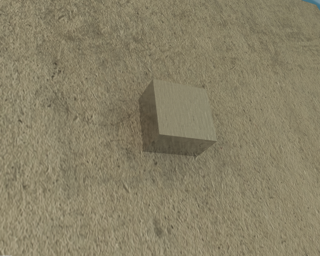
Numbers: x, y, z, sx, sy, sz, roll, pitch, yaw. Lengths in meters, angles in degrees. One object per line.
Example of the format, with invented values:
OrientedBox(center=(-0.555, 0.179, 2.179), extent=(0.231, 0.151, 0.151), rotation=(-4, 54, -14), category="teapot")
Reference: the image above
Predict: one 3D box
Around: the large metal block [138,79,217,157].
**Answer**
OrientedBox(center=(0.021, -0.011, 0.409), extent=(0.081, 0.050, 0.080), rotation=(8, 58, -25), category="large metal block")
